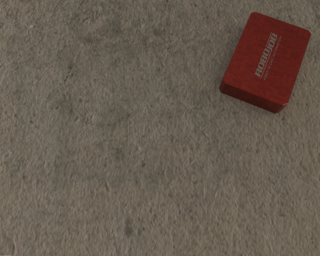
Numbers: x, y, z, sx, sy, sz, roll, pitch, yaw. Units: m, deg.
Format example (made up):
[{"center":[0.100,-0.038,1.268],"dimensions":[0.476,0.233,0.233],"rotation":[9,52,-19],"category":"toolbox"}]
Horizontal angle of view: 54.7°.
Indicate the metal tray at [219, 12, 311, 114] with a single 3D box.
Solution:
[{"center":[0.150,-0.095,0.442],"dimensions":[0.090,0.030,0.130],"rotation":[23,71,7],"category":"metal tray"}]
